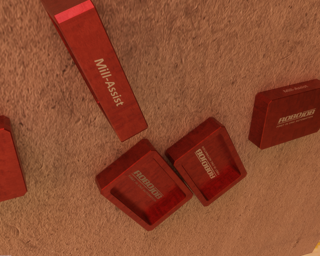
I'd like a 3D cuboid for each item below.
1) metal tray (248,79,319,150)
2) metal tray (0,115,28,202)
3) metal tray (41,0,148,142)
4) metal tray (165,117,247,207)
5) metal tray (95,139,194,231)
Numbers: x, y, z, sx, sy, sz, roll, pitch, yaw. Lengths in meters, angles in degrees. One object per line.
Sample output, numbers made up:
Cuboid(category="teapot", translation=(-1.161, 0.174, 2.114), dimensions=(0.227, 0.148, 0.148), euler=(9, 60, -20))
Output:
Cuboid(category="metal tray", translation=(0.211, -0.023, 0.504), dimensions=(0.131, 0.030, 0.089), euler=(-14, 125, -21))
Cuboid(category="metal tray", translation=(-0.214, 0.044, 0.314), dimensions=(0.131, 0.030, 0.089), euler=(-13, 124, -22))
Cuboid(category="metal tray", translation=(-0.061, -0.059, 0.294), dimensions=(0.030, 0.090, 0.129), euler=(-30, 129, -9))
Cuboid(category="metal tray", translation=(0.075, 0.056, 0.479), dimensions=(0.090, 0.030, 0.130), euler=(-37, 129, -3))
Cuboid(category="metal tray", translation=(-0.018, 0.086, 0.446), dimensions=(0.090, 0.030, 0.130), euler=(-39, 130, -2))
